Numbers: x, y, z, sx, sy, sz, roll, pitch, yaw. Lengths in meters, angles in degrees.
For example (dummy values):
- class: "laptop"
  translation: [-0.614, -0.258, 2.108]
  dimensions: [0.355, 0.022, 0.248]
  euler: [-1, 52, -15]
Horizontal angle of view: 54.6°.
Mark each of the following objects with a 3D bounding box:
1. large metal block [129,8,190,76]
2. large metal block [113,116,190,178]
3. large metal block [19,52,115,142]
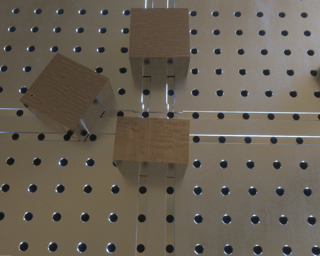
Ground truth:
- class: "large metal block"
  translation: [0.000, -0.122, 0.443]
  dimensions: [0.080, 0.050, 0.080]
  euler: [0, 70, 0]
- class: "large metal block"
  translation: [-0.008, 0.026, 0.373]
  dimensions: [0.080, 0.080, 0.050]
  euler: [3, 70, 1]
- class: "large metal block"
  translation: [-0.119, -0.040, 0.413]
  dimensions: [0.080, 0.050, 0.080]
  euler: [28, 72, 9]
